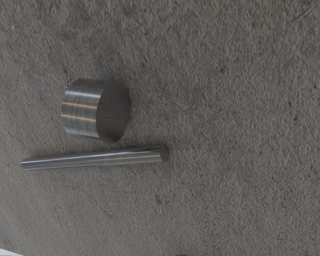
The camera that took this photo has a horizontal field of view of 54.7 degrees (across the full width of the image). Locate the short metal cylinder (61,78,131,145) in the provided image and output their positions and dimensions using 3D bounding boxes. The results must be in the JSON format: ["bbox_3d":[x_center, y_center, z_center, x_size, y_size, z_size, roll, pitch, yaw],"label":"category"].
[{"bbox_3d":[-0.080,-0.022,0.400,0.050,0.080,0.079,10,123,23],"label":"short metal cylinder"}]

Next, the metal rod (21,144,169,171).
[{"bbox_3d":[-0.121,0.051,0.502,0.300,0.025,0.025,-8,115,31],"label":"metal rod"}]
